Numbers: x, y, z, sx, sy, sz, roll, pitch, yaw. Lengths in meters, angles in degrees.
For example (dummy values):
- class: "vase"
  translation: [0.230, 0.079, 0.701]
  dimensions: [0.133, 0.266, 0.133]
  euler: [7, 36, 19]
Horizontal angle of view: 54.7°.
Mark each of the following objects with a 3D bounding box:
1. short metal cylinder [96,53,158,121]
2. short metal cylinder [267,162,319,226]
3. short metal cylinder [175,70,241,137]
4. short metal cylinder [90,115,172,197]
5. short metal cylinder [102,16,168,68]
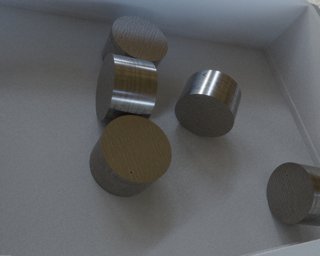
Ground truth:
- class: "short metal cylinder"
  translation: [-0.043, -0.046, 0.375]
  dimensions: [0.050, 0.080, 0.080]
  euler: [7, 59, -25]
- class: "short metal cylinder"
  translation: [0.192, 0.090, 0.419]
  dimensions: [0.050, 0.080, 0.080]
  euler: [12, 57, -22]
- class: "short metal cylinder"
  translation: [0.066, -0.032, 0.426]
  dimensions: [0.080, 0.080, 0.050]
  euler: [32, 52, -8]
- class: "short metal cylinder"
  translation: [-0.034, 0.032, 0.352]
  dimensions: [0.081, 0.050, 0.080]
  euler: [14, 56, -21]
- class: "short metal cylinder"
  translation: [-0.036, -0.110, 0.437]
  dimensions: [0.081, 0.050, 0.080]
  euler: [14, 56, -21]
